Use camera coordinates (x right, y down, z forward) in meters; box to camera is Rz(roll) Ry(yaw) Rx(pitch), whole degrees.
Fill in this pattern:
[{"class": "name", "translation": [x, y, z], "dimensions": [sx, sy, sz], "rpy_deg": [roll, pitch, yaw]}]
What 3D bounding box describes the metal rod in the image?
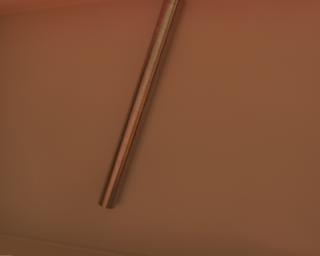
[{"class": "metal rod", "translation": [-0.027, -0.033, 0.419], "dimensions": [0.025, 0.025, 0.298], "rpy_deg": [21, 97, 18]}]
